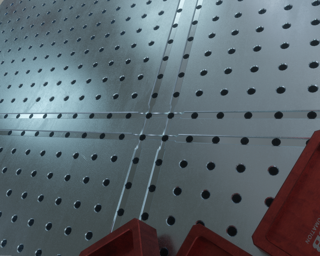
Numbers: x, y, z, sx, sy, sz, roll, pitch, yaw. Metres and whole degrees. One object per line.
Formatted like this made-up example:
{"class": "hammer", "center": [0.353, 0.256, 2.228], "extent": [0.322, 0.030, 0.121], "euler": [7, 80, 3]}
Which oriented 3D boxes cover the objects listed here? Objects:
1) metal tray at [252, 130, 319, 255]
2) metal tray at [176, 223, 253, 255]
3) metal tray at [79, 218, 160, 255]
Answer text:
{"class": "metal tray", "center": [0.156, 0.074, 0.277], "extent": [0.090, 0.030, 0.130], "euler": [27, 76, 37]}
{"class": "metal tray", "center": [0.040, 0.167, 0.280], "extent": [0.090, 0.030, 0.130], "euler": [23, 74, 36]}
{"class": "metal tray", "center": [-0.039, 0.164, 0.292], "extent": [0.090, 0.030, 0.130], "euler": [-36, 36, 18]}
